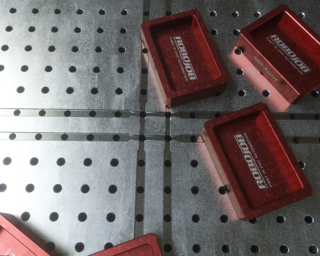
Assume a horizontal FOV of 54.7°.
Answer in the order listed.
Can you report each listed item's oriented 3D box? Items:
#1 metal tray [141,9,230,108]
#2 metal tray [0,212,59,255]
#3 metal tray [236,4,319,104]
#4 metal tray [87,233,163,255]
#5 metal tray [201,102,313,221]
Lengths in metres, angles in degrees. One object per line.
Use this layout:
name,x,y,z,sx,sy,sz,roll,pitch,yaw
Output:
metal tray,0.033,-0.103,0.446,0.091,0.030,0.130,-16,71,-7
metal tray,-0.191,0.172,0.343,0.090,0.030,0.130,34,73,11
metal tray,0.187,-0.109,0.451,0.090,0.030,0.130,-34,74,-12
metal tray,-0.027,0.193,0.338,0.091,0.030,0.130,-18,71,-7
metal tray,0.119,0.040,0.395,0.091,0.030,0.130,-19,71,-7
